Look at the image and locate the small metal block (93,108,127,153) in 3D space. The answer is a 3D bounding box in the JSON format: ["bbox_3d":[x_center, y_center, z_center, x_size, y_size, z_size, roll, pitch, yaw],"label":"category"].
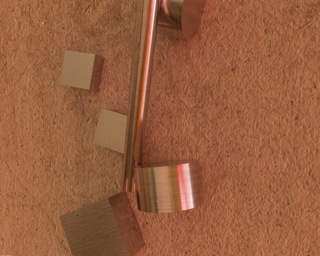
[{"bbox_3d":[-0.060,0.004,0.430,0.050,0.025,0.050,17,96,19],"label":"small metal block"}]

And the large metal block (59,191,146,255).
[{"bbox_3d":[-0.078,0.141,0.423,0.080,0.050,0.080,-24,82,18],"label":"large metal block"}]

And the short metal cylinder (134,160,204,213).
[{"bbox_3d":[0.010,0.068,0.376,0.080,0.080,0.050,-7,88,20],"label":"short metal cylinder"}]

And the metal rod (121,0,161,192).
[{"bbox_3d":[-0.023,-0.055,0.366,0.025,0.025,0.298,16,115,19],"label":"metal rod"}]

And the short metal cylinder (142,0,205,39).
[{"bbox_3d":[0.018,-0.152,0.373,0.050,0.080,0.080,18,96,19],"label":"short metal cylinder"}]

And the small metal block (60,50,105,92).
[{"bbox_3d":[-0.113,-0.082,0.449,0.050,0.025,0.050,12,94,19],"label":"small metal block"}]
